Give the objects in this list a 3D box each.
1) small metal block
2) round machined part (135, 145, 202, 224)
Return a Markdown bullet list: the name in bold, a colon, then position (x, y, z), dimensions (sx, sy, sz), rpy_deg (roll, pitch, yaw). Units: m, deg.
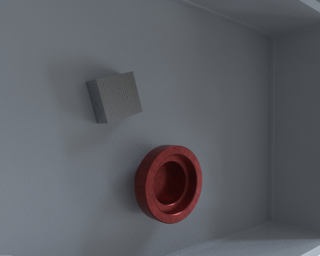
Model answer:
- **small metal block**: position (-0.053, -0.036, 0.364), dimensions (0.050, 0.025, 0.050), rpy_deg (-22, 104, -38)
- **round machined part**: position (0.007, 0.071, 0.403), dimensions (0.099, 0.042, 0.097), rpy_deg (0, 90, -40)
